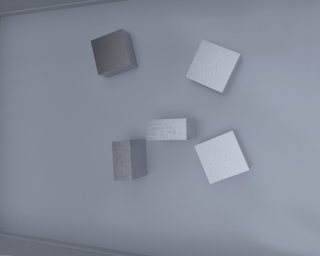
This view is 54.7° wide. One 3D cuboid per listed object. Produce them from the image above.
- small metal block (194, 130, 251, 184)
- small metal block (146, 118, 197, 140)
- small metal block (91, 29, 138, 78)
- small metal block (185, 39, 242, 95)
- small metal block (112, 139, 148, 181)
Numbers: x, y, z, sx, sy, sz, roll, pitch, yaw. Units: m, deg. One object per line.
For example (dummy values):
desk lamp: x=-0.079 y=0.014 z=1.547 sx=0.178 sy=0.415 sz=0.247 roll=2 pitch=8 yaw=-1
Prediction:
small metal block: x=0.078 y=0.036 z=0.383 sx=0.050 sy=0.025 sz=0.050 roll=-24 pitch=82 yaw=18
small metal block: x=0.016 y=0.002 z=0.392 sx=0.050 sy=0.050 sz=0.025 roll=-2 pitch=90 yaw=20
small metal block: x=-0.064 y=-0.103 z=0.433 sx=0.050 sy=0.025 sz=0.050 roll=-15 pitch=85 yaw=19
small metal block: x=0.067 y=-0.075 z=0.387 sx=0.050 sy=0.025 sz=0.050 roll=27 pitch=99 yaw=18
small metal block: x=-0.039 y=0.041 z=0.411 sx=0.025 sy=0.050 sz=0.050 roll=-4 pitch=89 yaw=20
